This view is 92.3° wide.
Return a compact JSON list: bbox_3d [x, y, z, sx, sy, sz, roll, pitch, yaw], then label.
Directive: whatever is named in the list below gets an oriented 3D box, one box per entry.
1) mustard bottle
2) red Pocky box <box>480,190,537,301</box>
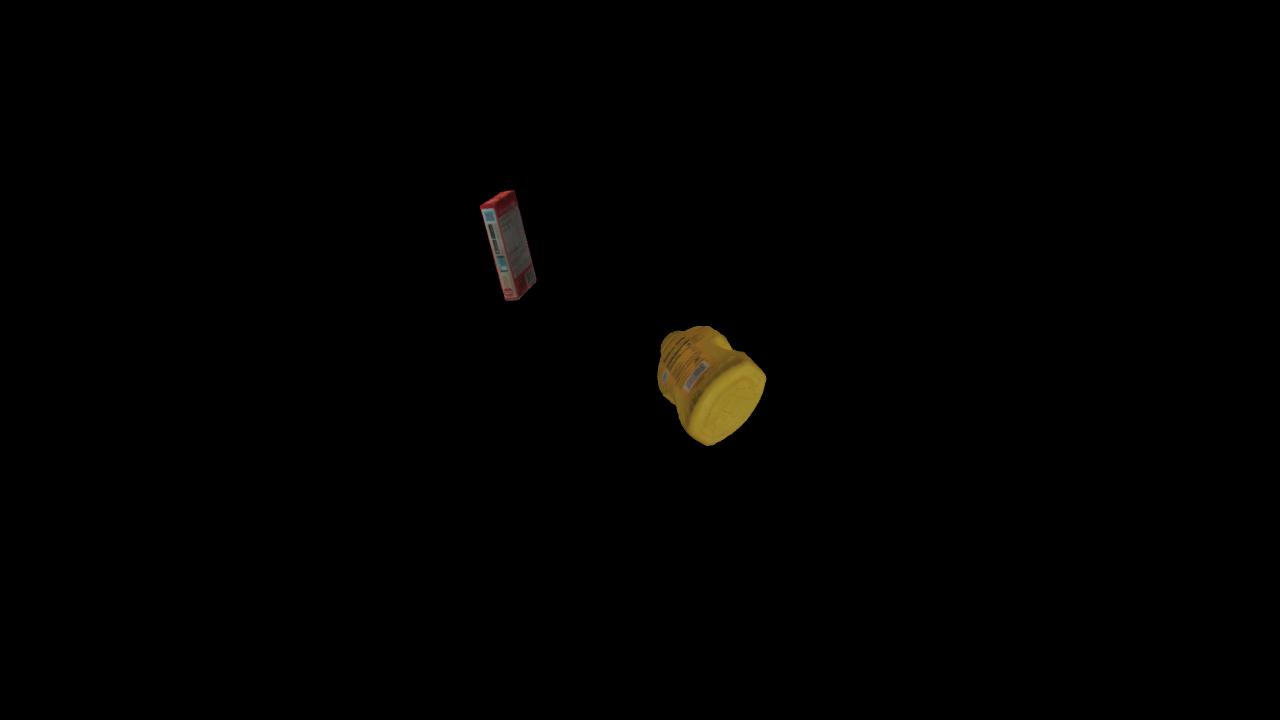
[{"bbox_3d":[0.059,0.010,0.637,0.054,0.092,0.184,29,11,-22],"label":"mustard bottle"},{"bbox_3d":[-0.204,-0.180,0.964,0.028,0.155,0.083,-1,28,16],"label":"red Pocky box"}]
